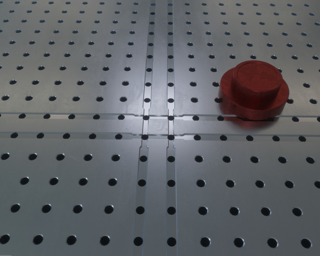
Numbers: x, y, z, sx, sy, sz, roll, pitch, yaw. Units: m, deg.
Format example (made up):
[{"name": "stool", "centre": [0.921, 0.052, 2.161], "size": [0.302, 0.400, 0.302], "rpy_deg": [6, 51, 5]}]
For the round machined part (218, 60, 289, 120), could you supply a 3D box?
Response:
[{"name": "round machined part", "centre": [0.137, -0.061, 0.449], "size": [0.099, 0.042, 0.098], "rpy_deg": [0, 50, 0]}]
